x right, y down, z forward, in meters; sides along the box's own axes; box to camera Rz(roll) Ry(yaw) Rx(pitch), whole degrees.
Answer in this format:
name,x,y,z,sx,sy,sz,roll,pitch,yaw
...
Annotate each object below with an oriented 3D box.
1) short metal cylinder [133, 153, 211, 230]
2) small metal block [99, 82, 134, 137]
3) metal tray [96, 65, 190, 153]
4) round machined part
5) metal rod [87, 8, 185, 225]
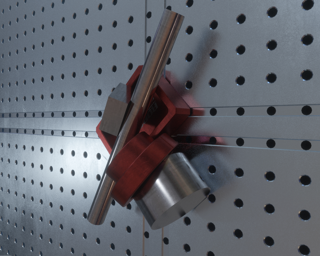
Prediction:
name,x,y,z,sx,sy,sz,roll,pitch,yaw
short metal cylinder,0.011,0.074,0.361,0.080,0.081,0.050,-51,61,28
small metal block,-0.054,-0.025,0.407,0.025,0.050,0.050,22,119,-1
metal tray,-0.029,-0.009,0.427,0.129,0.030,0.090,-50,61,28
round machined part,-0.025,0.042,0.367,0.042,0.098,0.097,41,116,8
metal rod,-0.038,-0.001,0.399,0.025,0.025,0.298,35,111,34
